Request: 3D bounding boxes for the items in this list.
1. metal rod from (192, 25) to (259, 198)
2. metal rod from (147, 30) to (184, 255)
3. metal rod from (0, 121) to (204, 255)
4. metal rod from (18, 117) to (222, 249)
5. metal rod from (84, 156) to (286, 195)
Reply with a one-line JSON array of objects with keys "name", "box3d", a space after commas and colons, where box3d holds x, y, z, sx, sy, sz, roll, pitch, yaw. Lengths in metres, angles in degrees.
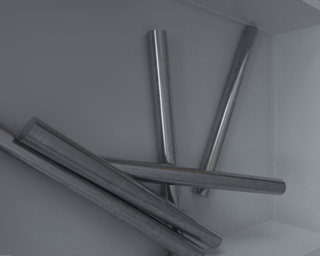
[{"name": "metal rod", "box3d": [0.109, -0.036, 0.497, 0.025, 0.025, 0.299, 32, 70, -36]}, {"name": "metal rod", "box3d": [0.009, 0.023, 0.414, 0.025, 0.025, 0.298, -9, 96, -40]}, {"name": "metal rod", "box3d": [-0.055, 0.084, 0.343, 0.301, 0.025, 0.025, 40, 66, -27]}, {"name": "metal rod", "box3d": [-0.019, 0.079, 0.354, 0.301, 0.025, 0.025, 39, 66, -34]}, {"name": "metal rod", "box3d": [0.051, 0.066, 0.407, 0.302, 0.025, 0.025, 11, 83, -27]}]
